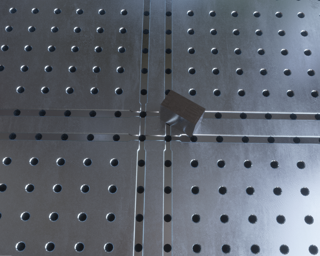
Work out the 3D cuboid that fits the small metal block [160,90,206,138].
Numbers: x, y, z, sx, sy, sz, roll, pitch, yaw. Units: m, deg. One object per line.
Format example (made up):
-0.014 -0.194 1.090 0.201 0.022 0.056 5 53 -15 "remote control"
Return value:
0.028 -0.018 0.405 0.050 0.050 0.025 30 73 10 "small metal block"
